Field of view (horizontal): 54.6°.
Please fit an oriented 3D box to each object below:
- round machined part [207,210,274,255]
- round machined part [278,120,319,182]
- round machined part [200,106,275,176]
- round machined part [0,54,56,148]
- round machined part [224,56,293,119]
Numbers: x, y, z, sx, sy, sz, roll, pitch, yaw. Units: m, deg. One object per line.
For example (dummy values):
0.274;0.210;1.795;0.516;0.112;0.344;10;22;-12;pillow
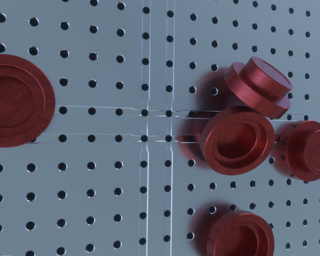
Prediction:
0.110;0.166;0.444;0.099;0.042;0.097;0;90;-20;round machined part
0.240;0.036;0.492;0.099;0.042;0.097;0;90;-20;round machined part
0.102;0.014;0.427;0.099;0.042;0.097;-5;118;-10;round machined part
-0.168;-0.028;0.342;0.099;0.042;0.097;0;90;-20;round machined part
0.140;-0.061;0.424;0.098;0.098;0.042;23;123;-19;round machined part
